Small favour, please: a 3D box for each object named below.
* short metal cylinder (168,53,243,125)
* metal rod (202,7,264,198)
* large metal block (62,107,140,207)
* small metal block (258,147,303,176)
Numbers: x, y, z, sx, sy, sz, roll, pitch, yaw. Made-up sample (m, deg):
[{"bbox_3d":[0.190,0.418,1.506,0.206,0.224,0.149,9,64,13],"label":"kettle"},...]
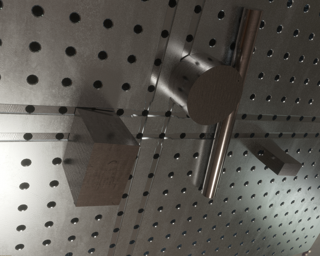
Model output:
[{"bbox_3d":[0.058,-0.050,0.397,0.081,0.050,0.079,-14,124,-21],"label":"short metal cylinder"},{"bbox_3d":[0.100,-0.018,0.456,0.025,0.025,0.298,-7,122,-25],"label":"metal rod"},{"bbox_3d":[-0.072,0.032,0.357,0.050,0.080,0.079,7,115,-32],"label":"large metal block"},{"bbox_3d":[0.214,0.060,0.553,0.050,0.050,0.025,8,115,-32],"label":"small metal block"}]
